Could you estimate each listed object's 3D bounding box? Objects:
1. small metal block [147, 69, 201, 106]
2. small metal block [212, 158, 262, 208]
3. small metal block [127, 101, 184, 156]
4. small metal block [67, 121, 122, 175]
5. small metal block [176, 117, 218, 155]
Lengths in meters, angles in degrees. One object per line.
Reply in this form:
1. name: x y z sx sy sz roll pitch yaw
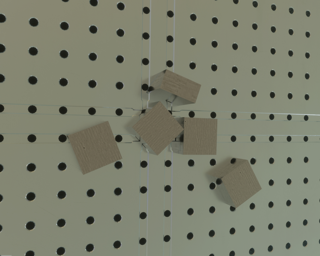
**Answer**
1. small metal block: 0.018 -0.051 0.405 0.050 0.050 0.025 21 83 -19
2. small metal block: 0.113 0.080 0.454 0.050 0.025 0.050 -31 100 -17
3. small metal block: -0.006 0.000 0.410 0.050 0.025 0.050 -44 104 -14
4. small metal block: -0.081 0.023 0.383 0.050 0.025 0.050 -22 98 -19
5. small metal block: 0.051 0.011 0.431 0.050 0.025 0.050 2 89 -20
